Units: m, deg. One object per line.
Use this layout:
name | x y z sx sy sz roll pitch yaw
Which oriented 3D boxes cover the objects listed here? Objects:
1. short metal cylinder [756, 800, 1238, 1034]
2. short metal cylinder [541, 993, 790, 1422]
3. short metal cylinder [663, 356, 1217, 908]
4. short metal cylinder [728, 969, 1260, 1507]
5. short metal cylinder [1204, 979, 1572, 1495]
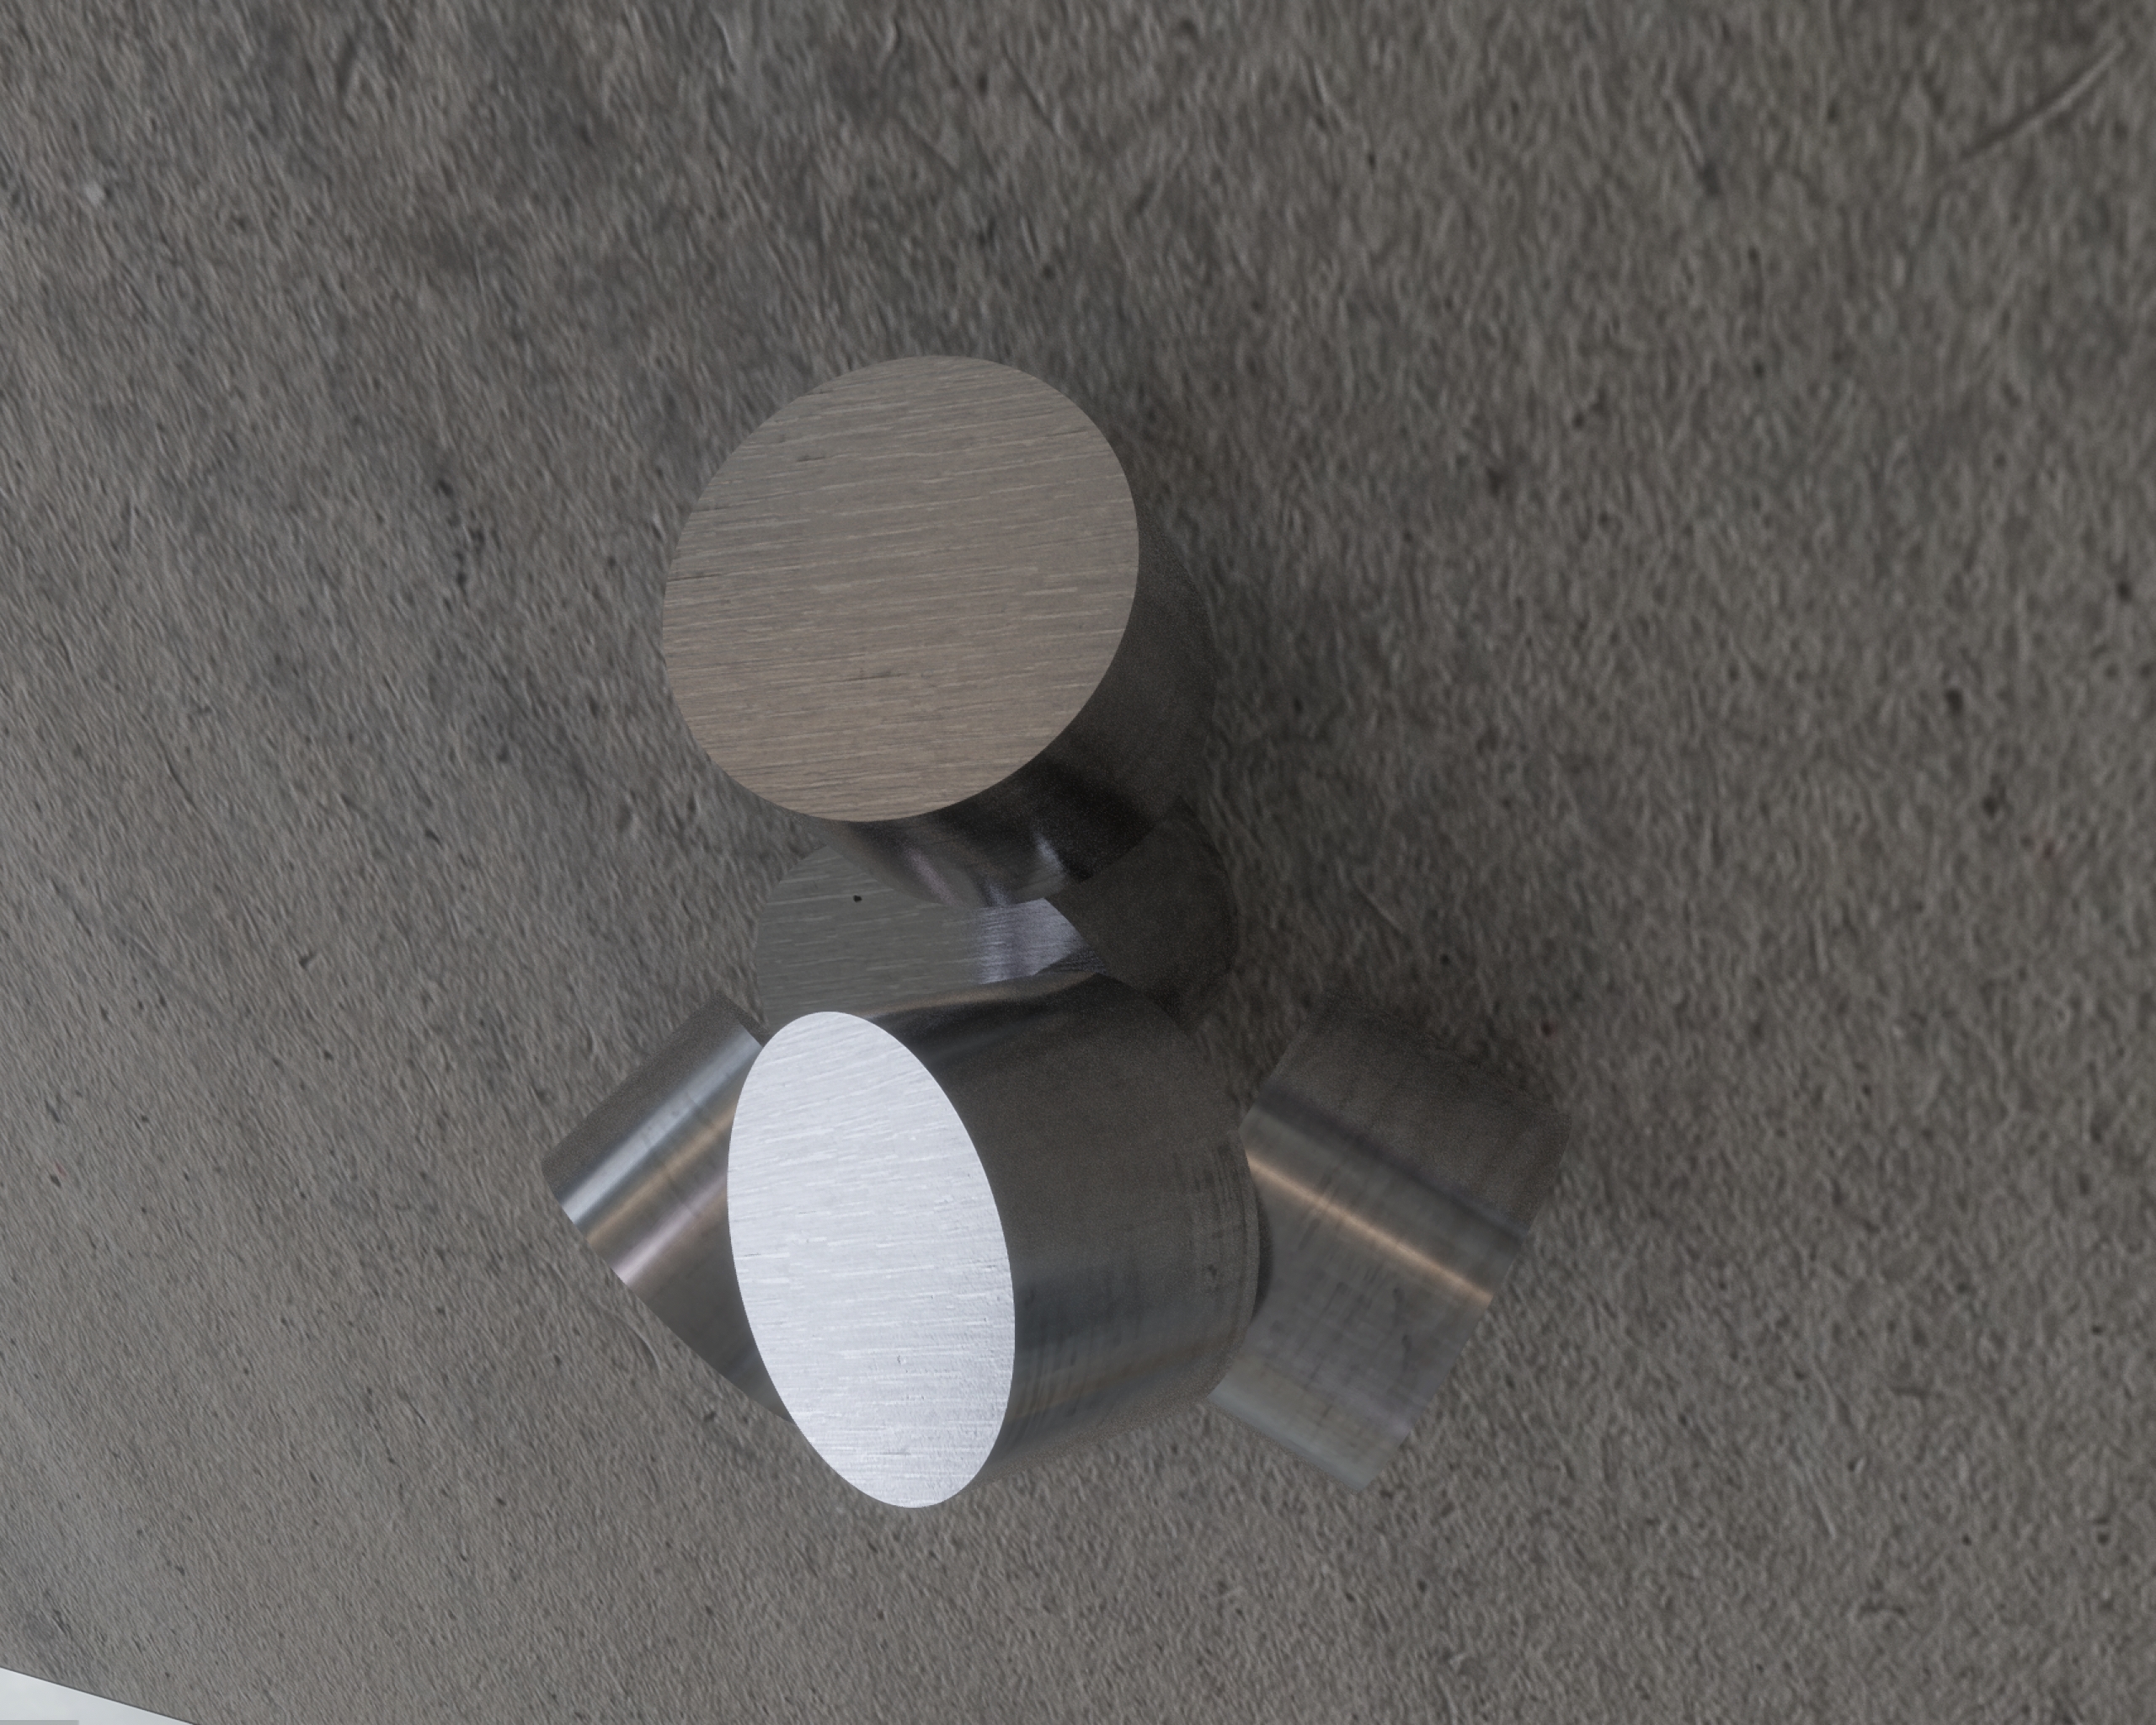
short metal cylinder | -0.015 0.018 0.410 0.080 0.050 0.079 13 124 21
short metal cylinder | -0.067 0.073 0.444 0.080 0.050 0.080 44 173 7
short metal cylinder | -0.022 -0.037 0.352 0.080 0.080 0.050 13 167 21
short metal cylinder | -0.016 0.061 0.350 0.080 0.050 0.079 10 104 49
short metal cylinder | 0.049 0.069 0.388 0.050 0.080 0.079 30 128 9
